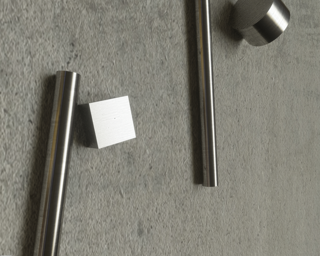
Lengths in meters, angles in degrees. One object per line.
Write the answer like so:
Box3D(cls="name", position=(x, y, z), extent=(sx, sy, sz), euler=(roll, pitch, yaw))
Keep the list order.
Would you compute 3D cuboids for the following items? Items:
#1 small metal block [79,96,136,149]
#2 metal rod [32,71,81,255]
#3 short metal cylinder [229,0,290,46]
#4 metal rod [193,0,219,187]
Box3D(cls="small metal block", position=(-0.060, -0.008, 0.355), extent=(0.050, 0.025, 0.050), euler=(-17, 101, -39))
Box3D(cls="metal rod", position=(-0.110, 0.091, 0.312), extent=(0.025, 0.025, 0.298), euler=(10, 84, -40))
Box3D(cls="short metal cylinder", position=(0.161, -0.181, 0.503), extent=(0.050, 0.080, 0.080), euler=(28, 72, -37))
Box3D(cls="metal rod", position=(0.068, -0.063, 0.460), extent=(0.025, 0.025, 0.298), euler=(-5, 94, -40))
